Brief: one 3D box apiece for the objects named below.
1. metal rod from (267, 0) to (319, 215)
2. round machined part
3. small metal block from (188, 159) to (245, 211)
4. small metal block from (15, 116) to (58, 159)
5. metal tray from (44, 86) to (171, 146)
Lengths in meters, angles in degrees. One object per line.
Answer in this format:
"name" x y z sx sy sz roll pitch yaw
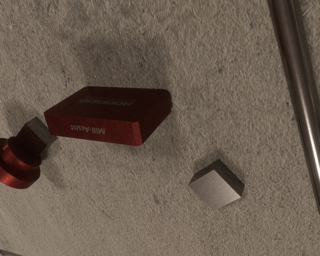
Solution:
"metal rod" 0.144 -0.032 0.310 0.025 0.025 0.299 -10 114 32
"round machined part" -0.243 0.053 0.527 0.042 0.098 0.098 -42 96 7
"small metal block" 0.075 0.076 0.414 0.050 0.025 0.050 46 129 -4
"small metal block" -0.210 0.017 0.525 0.050 0.025 0.050 47 128 -6
"metal tray" -0.063 -0.020 0.383 0.130 0.090 0.030 6 121 25
